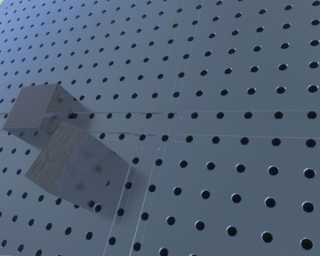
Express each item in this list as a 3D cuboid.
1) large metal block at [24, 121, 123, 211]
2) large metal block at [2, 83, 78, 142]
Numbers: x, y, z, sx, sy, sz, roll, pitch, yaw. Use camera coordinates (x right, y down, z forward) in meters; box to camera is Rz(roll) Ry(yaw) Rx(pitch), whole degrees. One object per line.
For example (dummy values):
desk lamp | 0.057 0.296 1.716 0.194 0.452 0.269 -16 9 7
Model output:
large metal block | -0.106 0.050 0.396 0.050 0.080 0.080 20 72 35
large metal block | -0.194 -0.023 0.505 0.080 0.050 0.080 -1 61 27
